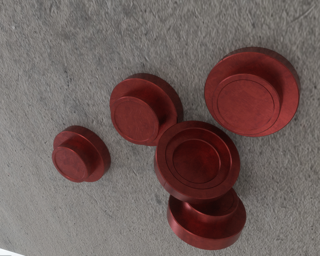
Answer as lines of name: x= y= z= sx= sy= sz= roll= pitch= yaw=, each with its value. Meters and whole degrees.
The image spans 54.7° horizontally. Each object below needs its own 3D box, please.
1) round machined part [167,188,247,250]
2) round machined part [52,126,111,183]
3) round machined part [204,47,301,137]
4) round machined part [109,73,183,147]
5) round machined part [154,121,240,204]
round machined part: x=0.060 y=0.098 z=0.389 sx=0.098 sy=0.098 sz=0.042 roll=19 pitch=126 yaw=17
round machined part: x=-0.132 y=0.048 z=0.495 sx=0.098 sy=0.042 sz=0.097 roll=13 pitch=124 yaw=21
round machined part: x=0.093 y=-0.032 z=0.327 sx=0.098 sy=0.042 sz=0.097 roll=13 pitch=124 yaw=21
round machined part: x=-0.023 y=-0.017 z=0.398 sx=0.098 sy=0.042 sz=0.097 roll=13 pitch=124 yaw=21
round machined part: x=0.041 y=0.043 z=0.369 sx=0.098 sy=0.098 sz=0.042 roll=30 pitch=150 yaw=9
